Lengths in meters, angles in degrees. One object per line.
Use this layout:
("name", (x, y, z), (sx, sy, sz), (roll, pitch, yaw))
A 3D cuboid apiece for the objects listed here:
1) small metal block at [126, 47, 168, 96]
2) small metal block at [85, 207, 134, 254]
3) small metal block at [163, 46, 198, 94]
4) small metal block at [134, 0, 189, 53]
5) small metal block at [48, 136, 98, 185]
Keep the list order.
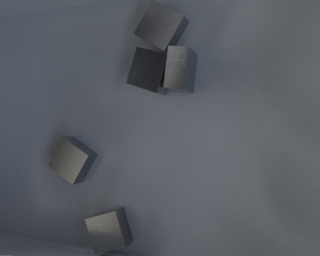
("small metal block", (-0.011, -0.075, 0.409), (0.050, 0.025, 0.050), (21, 97, 28))
("small metal block", (-0.071, 0.143, 0.434), (0.050, 0.025, 0.050), (-19, 84, 18))
("small metal block", (0.027, -0.072, 0.387), (0.025, 0.050, 0.050), (8, 93, 19))
("small metal block", (0.002, -0.132, 0.409), (0.050, 0.025, 0.050), (33, 100, 16))
("small metal block", (-0.128, 0.047, 0.454), (0.050, 0.025, 0.050), (33, 100, 16))
